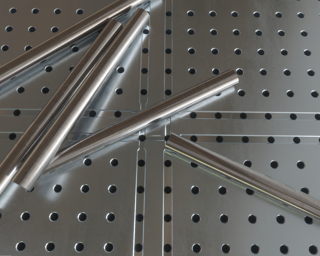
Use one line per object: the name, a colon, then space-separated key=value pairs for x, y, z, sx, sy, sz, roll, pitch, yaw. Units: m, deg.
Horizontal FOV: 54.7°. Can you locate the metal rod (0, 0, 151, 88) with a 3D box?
metal rod: x=-0.124 y=-0.141 z=0.461 sx=0.301 sy=0.025 sz=0.025 roll=-35 pitch=74 yaw=-12

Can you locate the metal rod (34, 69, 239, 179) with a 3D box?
metal rod: x=-0.030 y=-0.008 z=0.414 sx=0.302 sy=0.025 sz=0.025 roll=-26 pitch=72 yaw=-10

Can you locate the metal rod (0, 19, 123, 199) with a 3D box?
metal rod: x=-0.139 y=-0.033 z=0.421 sx=0.025 sy=0.025 sz=0.300 roll=28 pitch=72 yaw=9

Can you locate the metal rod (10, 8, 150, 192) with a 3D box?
metal rod: x=-0.093 y=-0.054 z=0.414 sx=0.025 sy=0.025 sz=0.300 roll=25 pitch=66 yaw=8

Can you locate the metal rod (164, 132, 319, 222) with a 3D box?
metal rod: x=0.147 y=0.079 z=0.384 sx=0.301 sy=0.025 sz=0.025 roll=25 pitch=72 yaw=8
